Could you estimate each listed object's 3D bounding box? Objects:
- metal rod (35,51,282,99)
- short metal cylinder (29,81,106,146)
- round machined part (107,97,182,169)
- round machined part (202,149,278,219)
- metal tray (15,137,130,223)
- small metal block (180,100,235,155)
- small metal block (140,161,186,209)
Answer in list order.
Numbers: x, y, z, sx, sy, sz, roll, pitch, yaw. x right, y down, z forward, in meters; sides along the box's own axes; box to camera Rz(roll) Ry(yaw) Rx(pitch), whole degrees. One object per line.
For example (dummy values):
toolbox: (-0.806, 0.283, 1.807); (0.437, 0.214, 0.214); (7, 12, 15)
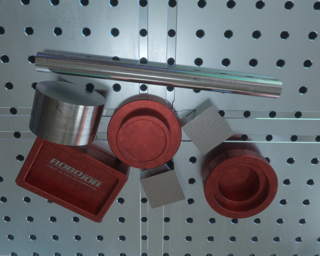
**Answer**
metal rod: (0.001, -0.066, 0.388); (0.302, 0.025, 0.025); (6, 110, -3)
short metal cylinder: (-0.112, -0.020, 0.376); (0.080, 0.080, 0.050); (17, 109, -6)
round machined part: (-0.021, 0.010, 0.407); (0.099, 0.042, 0.097); (0, 107, 0)
round machined part: (0.108, 0.073, 0.432); (0.099, 0.042, 0.097); (0, 110, 0)
metal tray: (-0.120, 0.066, 0.434); (0.131, 0.030, 0.090); (29, 108, -10)
small metal block: (0.062, -0.001, 0.414); (0.050, 0.025, 0.050); (-36, 106, 12)
small metal block: (0.004, 0.082, 0.444); (0.050, 0.025, 0.050); (-18, 109, 6)
